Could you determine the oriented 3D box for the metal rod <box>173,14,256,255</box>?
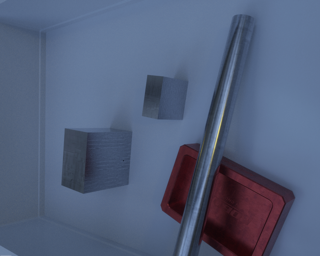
[{"bbox_3d":[0.053,0.028,0.323,0.025,0.025,0.298,12,86,39],"label":"metal rod"}]

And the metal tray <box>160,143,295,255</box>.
[{"bbox_3d":[0.068,0.083,0.346,0.130,0.030,0.089,27,107,36],"label":"metal tray"}]

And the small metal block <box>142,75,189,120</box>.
[{"bbox_3d":[0.007,-0.037,0.383,0.025,0.050,0.050,13,99,39],"label":"small metal block"}]

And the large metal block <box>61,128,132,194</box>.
[{"bbox_3d":[-0.089,0.042,0.442,0.050,0.081,0.079,8,95,39],"label":"large metal block"}]
